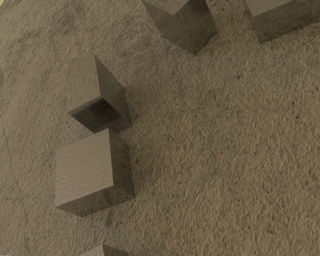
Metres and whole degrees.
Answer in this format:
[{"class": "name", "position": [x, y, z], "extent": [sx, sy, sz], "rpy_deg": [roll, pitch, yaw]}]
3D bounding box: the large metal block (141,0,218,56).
[{"class": "large metal block", "position": [0.029, -0.164, 0.454], "extent": [0.050, 0.080, 0.080], "rpy_deg": [-45, 51, -3]}]

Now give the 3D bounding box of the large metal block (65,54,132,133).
[{"class": "large metal block", "position": [-0.087, -0.042, 0.440], "extent": [0.050, 0.080, 0.080], "rpy_deg": [-25, 53, 13]}]

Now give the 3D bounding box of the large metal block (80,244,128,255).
[{"class": "large metal block", "position": [-0.071, 0.178, 0.316], "extent": [0.080, 0.050, 0.080], "rpy_deg": [-30, 52, 9]}]

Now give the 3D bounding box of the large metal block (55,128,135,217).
[{"class": "large metal block", "position": [-0.084, 0.058, 0.396], "extent": [0.080, 0.050, 0.080], "rpy_deg": [-22, 53, 14]}]

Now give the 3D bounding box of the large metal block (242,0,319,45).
[{"class": "large metal block", "position": [0.157, -0.170, 0.410], "extent": [0.080, 0.050, 0.080], "rpy_deg": [-19, 54, 17]}]
